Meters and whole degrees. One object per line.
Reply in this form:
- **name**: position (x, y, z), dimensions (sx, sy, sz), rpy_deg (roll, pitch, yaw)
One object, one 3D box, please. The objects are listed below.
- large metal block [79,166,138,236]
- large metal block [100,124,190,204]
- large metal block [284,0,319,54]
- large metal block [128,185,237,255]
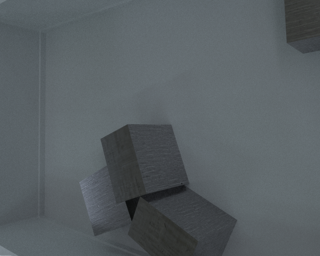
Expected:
- **large metal block**: position (-0.061, 0.098, 0.438), dimensions (0.080, 0.050, 0.080), rpy_deg (-32, 70, 35)
- **large metal block**: position (-0.018, 0.042, 0.384), dimensions (0.050, 0.081, 0.080), rpy_deg (-27, 73, 37)
- **large metal block**: position (0.155, -0.115, 0.262), dimensions (0.080, 0.050, 0.080), rpy_deg (-4, 88, 39)
- **large metal block**: position (0.026, 0.112, 0.348), dimensions (0.080, 0.081, 0.050), rpy_deg (29, 109, 36)
